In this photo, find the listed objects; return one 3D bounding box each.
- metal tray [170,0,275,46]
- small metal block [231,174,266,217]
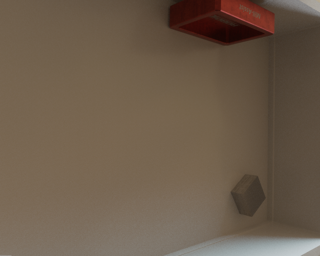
[{"bbox_3d":[0.090,-0.153,0.441,0.131,0.090,0.030,2,89,-40],"label":"metal tray"},{"bbox_3d":[0.155,0.117,0.540,0.050,0.025,0.050,-39,114,-33],"label":"small metal block"}]
